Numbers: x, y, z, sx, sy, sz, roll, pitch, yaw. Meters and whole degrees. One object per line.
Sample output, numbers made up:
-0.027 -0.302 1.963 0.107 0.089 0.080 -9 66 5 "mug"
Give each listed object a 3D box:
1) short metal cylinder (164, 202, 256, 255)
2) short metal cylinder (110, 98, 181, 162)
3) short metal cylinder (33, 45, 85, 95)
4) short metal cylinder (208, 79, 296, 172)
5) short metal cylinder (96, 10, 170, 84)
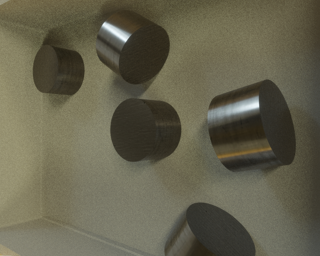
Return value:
0.052 0.126 0.328 0.080 0.081 0.050 42 116 32 "short metal cylinder"
-0.019 0.002 0.407 0.080 0.050 0.080 0 90 40 "short metal cylinder"
-0.176 -0.099 0.536 0.080 0.050 0.080 0 90 40 "short metal cylinder"
0.089 -0.001 0.297 0.050 0.081 0.080 -17 80 39 "short metal cylinder"
-0.034 -0.103 0.399 0.050 0.081 0.079 40 114 32 "short metal cylinder"
